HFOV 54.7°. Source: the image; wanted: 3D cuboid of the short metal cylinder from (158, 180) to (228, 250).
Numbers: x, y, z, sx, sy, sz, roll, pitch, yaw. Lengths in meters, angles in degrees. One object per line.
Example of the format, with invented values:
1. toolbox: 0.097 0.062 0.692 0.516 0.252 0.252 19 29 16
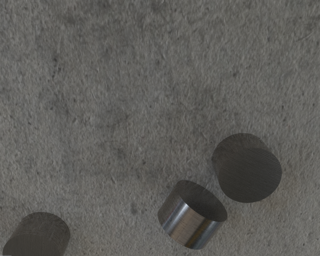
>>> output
1. short metal cylinder: 0.044 0.117 0.424 0.080 0.080 0.050 28 108 -10

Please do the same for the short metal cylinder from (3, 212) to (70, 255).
1. short metal cylinder: -0.180 0.173 0.458 0.081 0.050 0.079 0 110 -1

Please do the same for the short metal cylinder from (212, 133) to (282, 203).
1. short metal cylinder: 0.115 0.053 0.418 0.081 0.050 0.079 0 110 -1
